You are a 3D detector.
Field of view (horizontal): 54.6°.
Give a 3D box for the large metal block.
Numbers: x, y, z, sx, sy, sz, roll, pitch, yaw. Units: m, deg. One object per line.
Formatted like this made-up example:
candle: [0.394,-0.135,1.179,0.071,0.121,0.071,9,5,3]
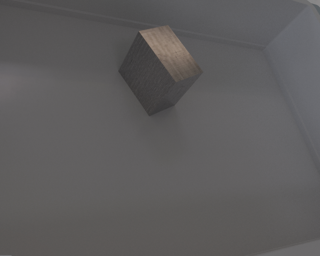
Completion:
large metal block: [-0.002,-0.076,0.415,0.050,0.080,0.080,-26,76,-37]
